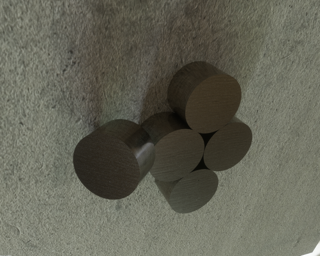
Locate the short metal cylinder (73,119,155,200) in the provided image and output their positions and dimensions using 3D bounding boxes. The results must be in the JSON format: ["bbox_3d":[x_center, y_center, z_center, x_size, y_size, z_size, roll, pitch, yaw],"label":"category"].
[{"bbox_3d":[-0.051,0.035,0.359,0.080,0.050,0.079,6,111,17],"label":"short metal cylinder"}]

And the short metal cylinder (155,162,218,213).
[{"bbox_3d":[0.039,0.080,0.463,0.081,0.050,0.079,-14,124,-21],"label":"short metal cylinder"}]

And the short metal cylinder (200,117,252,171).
[{"bbox_3d":[0.085,0.015,0.448,0.081,0.050,0.079,-14,124,-21],"label":"short metal cylinder"}]

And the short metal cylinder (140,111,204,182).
[{"bbox_3d":[0.011,0.024,0.413,0.081,0.050,0.079,-14,124,-21],"label":"short metal cylinder"}]

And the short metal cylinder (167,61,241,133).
[{"bbox_3d":[0.056,-0.040,0.398,0.081,0.050,0.079,-14,124,-21],"label":"short metal cylinder"}]
